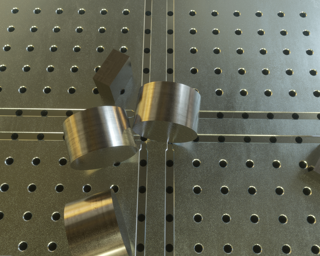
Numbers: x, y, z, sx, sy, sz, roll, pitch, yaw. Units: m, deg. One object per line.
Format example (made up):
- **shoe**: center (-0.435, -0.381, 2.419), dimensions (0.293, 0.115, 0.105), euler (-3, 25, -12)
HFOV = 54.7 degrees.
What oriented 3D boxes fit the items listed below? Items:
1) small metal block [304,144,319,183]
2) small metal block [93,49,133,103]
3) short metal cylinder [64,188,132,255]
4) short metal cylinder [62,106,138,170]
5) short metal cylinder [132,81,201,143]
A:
- **small metal block**: center (0.223, 0.050, 0.395), dimensions (0.050, 0.025, 0.050), euler (33, 73, 11)
- **small metal block**: center (-0.063, -0.070, 0.424), dimensions (0.025, 0.050, 0.050), euler (27, 72, 9)
- **short metal cylinder**: center (-0.066, 0.113, 0.341), dimensions (0.050, 0.080, 0.080), euler (-17, 71, -6)
- **short metal cylinder**: center (-0.073, 0.014, 0.377), dimensions (0.081, 0.080, 0.050), euler (-15, 71, -6)
- **short metal cylinder**: center (0.009, -0.017, 0.389), dimensions (0.080, 0.080, 0.050), euler (7, 71, 2)
